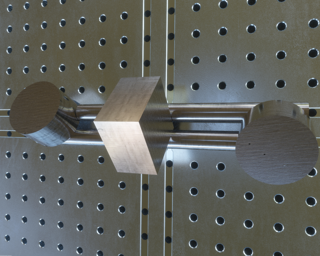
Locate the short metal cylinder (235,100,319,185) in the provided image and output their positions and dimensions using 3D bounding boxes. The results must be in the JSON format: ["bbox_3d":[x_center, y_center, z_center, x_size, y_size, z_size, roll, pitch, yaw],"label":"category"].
[{"bbox_3d":[0.127,0.015,0.340,0.080,0.050,0.079,8,115,17],"label":"short metal cylinder"}]

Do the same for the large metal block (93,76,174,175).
[{"bbox_3d":[-0.025,-0.004,0.360,0.050,0.080,0.080,1,132,20],"label":"large metal block"}]

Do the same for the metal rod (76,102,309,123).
[{"bbox_3d":[0.026,-0.020,0.402,0.301,0.025,0.025,1,90,19],"label":"metal rod"}]

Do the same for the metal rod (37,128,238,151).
[{"bbox_3d":[-0.044,0.014,0.427,0.301,0.025,0.025,1,90,19],"label":"metal rod"}]

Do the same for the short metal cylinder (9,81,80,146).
[{"bbox_3d":[-0.163,-0.019,0.441,0.080,0.050,0.080,-7,65,16],"label":"short metal cylinder"}]
